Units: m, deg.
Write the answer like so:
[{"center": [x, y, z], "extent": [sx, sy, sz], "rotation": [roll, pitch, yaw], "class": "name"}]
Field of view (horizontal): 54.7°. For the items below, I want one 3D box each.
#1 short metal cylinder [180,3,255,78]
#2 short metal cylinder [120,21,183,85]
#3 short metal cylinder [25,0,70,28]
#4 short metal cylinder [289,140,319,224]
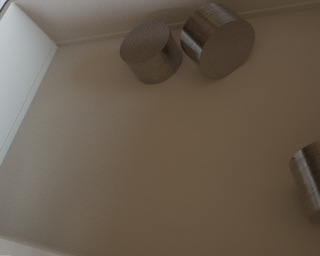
[{"center": [0.074, -0.113, 0.401], "extent": [0.080, 0.080, 0.050], "rotation": [-36, 51, 4], "class": "short metal cylinder"}, {"center": [-0.013, -0.113, 0.466], "extent": [0.080, 0.050, 0.080], "rotation": [-13, 56, 21], "class": "short metal cylinder"}, {"center": [-0.251, -0.271, 0.691], "extent": [0.080, 0.050, 0.080], "rotation": [-13, 56, 21], "class": "short metal cylinder"}, {"center": [0.158, 0.044, 0.260], "extent": [0.080, 0.080, 0.050], "rotation": [-19, 55, 17], "class": "short metal cylinder"}]
